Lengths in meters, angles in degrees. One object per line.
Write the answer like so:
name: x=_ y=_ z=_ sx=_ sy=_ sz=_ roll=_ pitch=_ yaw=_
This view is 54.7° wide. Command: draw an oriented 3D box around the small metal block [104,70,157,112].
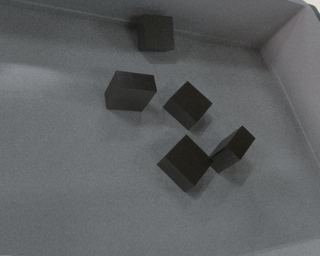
small metal block: x=-0.039 y=-0.046 z=0.398 sx=0.050 sy=0.050 sz=0.025 roll=2 pitch=61 yaw=-28

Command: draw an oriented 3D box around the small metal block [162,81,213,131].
small metal block: x=0.041 y=-0.033 z=0.449 sx=0.050 sy=0.025 sz=0.050 roll=42 pitch=51 yaw=0

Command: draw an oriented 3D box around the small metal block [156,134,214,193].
small metal block: x=0.033 y=0.045 z=0.398 sx=0.050 sy=0.025 sz=0.050 roll=45 pitch=51 yaw=2

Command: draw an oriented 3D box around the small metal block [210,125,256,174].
small metal block: x=0.096 y=0.030 z=0.425 sx=0.025 sy=0.050 sz=0.050 roll=46 pitch=51 yaw=3

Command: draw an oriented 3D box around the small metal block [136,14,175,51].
small metal block: x=-0.007 y=-0.145 z=0.478 sx=0.050 sy=0.025 sz=0.050 roll=-7 pitch=96 yaw=-32
